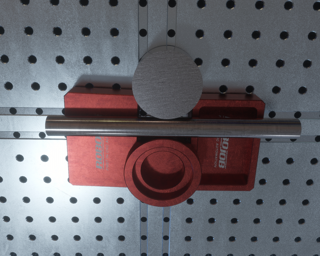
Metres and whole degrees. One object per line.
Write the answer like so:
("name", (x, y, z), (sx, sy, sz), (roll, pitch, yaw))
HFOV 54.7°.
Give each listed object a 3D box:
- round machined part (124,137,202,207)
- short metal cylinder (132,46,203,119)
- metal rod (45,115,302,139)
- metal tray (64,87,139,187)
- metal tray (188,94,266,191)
("round machined part", (0.004, 0.051, 0.409), (0.099, 0.042, 0.097), (0, 110, 0))
("short metal cylinder", (0.009, -0.056, 0.375), (0.081, 0.050, 0.079), (0, 110, 0))
("metal rod", (0.017, -0.001, 0.377), (0.302, 0.025, 0.025), (1, 110, -1))
("metal tray", (-0.074, 0.014, 0.410), (0.091, 0.030, 0.129), (2, 110, -1))
("metal tray", (0.084, 0.021, 0.415), (0.091, 0.030, 0.129), (1, 110, -1))
